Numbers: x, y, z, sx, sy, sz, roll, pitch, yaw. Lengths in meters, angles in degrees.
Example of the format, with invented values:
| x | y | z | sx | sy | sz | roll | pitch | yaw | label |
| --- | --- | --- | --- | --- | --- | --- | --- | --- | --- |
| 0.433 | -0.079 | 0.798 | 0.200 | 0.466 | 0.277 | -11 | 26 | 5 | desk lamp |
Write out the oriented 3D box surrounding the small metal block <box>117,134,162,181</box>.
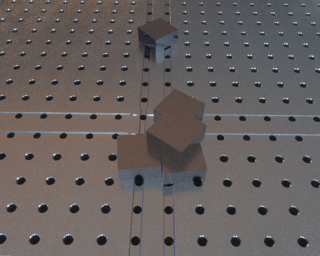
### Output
| x | y | z | sx | sy | sz | roll | pitch | yaw | label |
| --- | --- | --- | --- | --- | --- | --- | --- | --- | --- |
| -0.026 | 0.035 | 0.378 | 0.050 | 0.025 | 0.050 | -5 | 50 | -4 | small metal block |

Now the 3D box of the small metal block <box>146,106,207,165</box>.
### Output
| x | y | z | sx | sy | sz | roll | pitch | yaw | label |
| --- | --- | --- | --- | --- | --- | --- | --- | --- | --- |
| 0.019 | 0.008 | 0.369 | 0.050 | 0.025 | 0.050 | 31 | 56 | 23 | small metal block |

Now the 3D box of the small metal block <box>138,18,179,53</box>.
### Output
| x | y | z | sx | sy | sz | roll | pitch | yaw | label |
| --- | --- | --- | --- | --- | --- | --- | --- | --- | --- |
| -0.003 | -0.164 | 0.546 | 0.050 | 0.025 | 0.050 | -31 | 57 | -24 | small metal block |

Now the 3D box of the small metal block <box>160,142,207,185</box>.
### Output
| x | y | z | sx | sy | sz | roll | pitch | yaw | label |
| --- | --- | --- | --- | --- | --- | --- | --- | --- | --- |
| 0.026 | 0.038 | 0.376 | 0.050 | 0.025 | 0.050 | -5 | 50 | -6 | small metal block |

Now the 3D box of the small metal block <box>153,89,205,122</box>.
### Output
| x | y | z | sx | sy | sz | roll | pitch | yaw | label |
| --- | --- | --- | --- | --- | --- | --- | --- | --- | --- |
| 0.026 | -0.021 | 0.426 | 0.050 | 0.025 | 0.050 | 29 | 55 | 21 | small metal block |
